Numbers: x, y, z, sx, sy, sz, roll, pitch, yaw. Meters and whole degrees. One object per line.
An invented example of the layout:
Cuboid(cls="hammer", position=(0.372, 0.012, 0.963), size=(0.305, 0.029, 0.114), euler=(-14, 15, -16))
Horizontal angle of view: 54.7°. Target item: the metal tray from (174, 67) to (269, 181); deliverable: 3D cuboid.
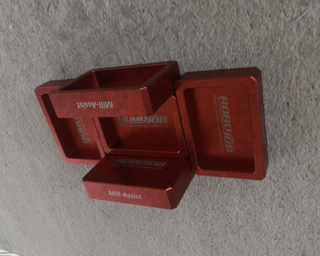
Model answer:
Cuboid(cls="metal tray", position=(0.074, -0.002, 0.364), size=(0.090, 0.030, 0.129), euler=(0, 119, 27))

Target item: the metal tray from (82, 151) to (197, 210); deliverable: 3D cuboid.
Cuboid(cls="metal tray", position=(-0.025, 0.060, 0.413), size=(0.130, 0.090, 0.030), euler=(1, 119, 27))

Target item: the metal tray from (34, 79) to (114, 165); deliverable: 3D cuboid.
Cuboid(cls="metal tray", position=(-0.123, -0.007, 0.463), size=(0.090, 0.030, 0.129), euler=(0, 119, 27))

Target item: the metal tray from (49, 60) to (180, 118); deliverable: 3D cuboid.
Cuboid(cls="metal tray", position=(-0.051, -0.046, 0.363), size=(0.130, 0.090, 0.030), euler=(0, 119, 27))

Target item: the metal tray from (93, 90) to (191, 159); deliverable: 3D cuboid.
Cuboid(cls="metal tray", position=(-0.025, -0.007, 0.412), size=(0.130, 0.030, 0.089), euler=(1, 119, 27))
